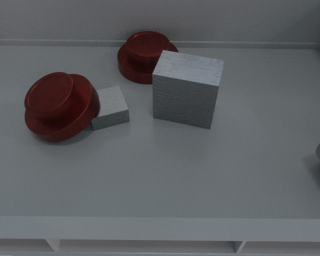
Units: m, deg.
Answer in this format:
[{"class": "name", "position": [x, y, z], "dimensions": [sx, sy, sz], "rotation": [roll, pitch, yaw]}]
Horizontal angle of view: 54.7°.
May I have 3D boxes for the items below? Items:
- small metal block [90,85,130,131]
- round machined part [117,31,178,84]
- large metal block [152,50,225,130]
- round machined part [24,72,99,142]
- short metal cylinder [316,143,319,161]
[{"class": "small metal block", "position": [-0.074, -0.028, 0.428], "dimensions": [0.050, 0.025, 0.050], "rotation": [-15, 52, -13]}, {"class": "round machined part", "position": [-0.019, -0.118, 0.493], "dimensions": [0.099, 0.042, 0.098], "rotation": [0, 50, 0]}, {"class": "large metal block", "position": [0.036, -0.050, 0.412], "dimensions": [0.080, 0.080, 0.050], "rotation": [12, 51, 9]}, {"class": "round machined part", "position": [-0.133, -0.034, 0.402], "dimensions": [0.098, 0.042, 0.098], "rotation": [-9, 55, 14]}, {"class": "short metal cylinder", "position": [0.227, 0.032, 0.346], "dimensions": [0.081, 0.080, 0.050], "rotation": [-10, 51, -9]}]
